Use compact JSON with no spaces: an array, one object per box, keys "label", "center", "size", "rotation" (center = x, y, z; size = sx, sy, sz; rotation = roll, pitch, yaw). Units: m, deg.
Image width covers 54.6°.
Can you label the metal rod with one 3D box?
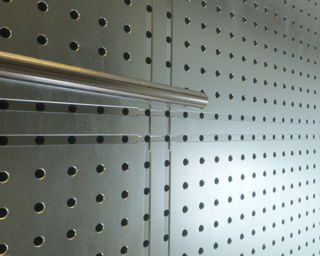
[{"label":"metal rod","center":[-0.054,-0.051,0.362],"size":[0.302,0.025,0.025],"rotation":[5,87,-40]}]
